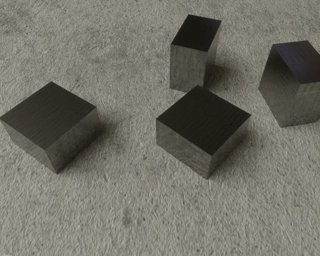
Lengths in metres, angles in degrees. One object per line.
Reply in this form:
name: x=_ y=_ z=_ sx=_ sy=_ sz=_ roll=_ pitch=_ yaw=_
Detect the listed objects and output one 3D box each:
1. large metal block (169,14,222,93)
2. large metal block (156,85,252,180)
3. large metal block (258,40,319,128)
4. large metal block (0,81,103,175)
large metal block: x=0.052 y=-0.107 z=0.458 sx=0.050 sy=0.080 sz=0.080 roll=16 pitch=52 yaw=13
large metal block: x=0.052 y=0.003 z=0.385 sx=0.080 sy=0.050 sz=0.080 roll=34 pitch=58 yaw=25
large metal block: x=0.181 y=-0.059 z=0.418 sx=0.050 sy=0.080 sz=0.080 roll=-8 pitch=51 yaw=-7
large metal block: x=-0.133 y=-0.003 z=0.388 sx=0.080 sy=0.050 sz=0.080 roll=29 pitch=56 yaw=22
